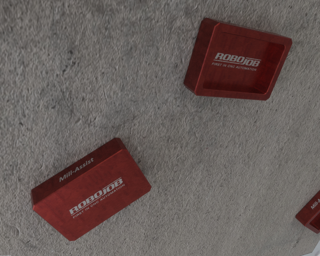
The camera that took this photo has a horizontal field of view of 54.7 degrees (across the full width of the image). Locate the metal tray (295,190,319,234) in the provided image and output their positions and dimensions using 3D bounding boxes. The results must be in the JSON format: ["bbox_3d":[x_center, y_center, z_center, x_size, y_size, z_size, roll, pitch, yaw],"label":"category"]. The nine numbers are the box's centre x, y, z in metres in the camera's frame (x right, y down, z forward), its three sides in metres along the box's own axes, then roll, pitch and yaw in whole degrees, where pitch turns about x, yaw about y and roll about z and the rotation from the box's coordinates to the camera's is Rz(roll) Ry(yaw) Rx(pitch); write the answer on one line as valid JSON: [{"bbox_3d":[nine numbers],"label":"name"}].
[{"bbox_3d":[0.390,0.184,0.730,0.090,0.030,0.130,34,99,-39],"label":"metal tray"}]

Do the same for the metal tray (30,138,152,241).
[{"bbox_3d":[-0.086,0.082,0.407,0.131,0.030,0.090,-33,129,-7],"label":"metal tray"}]

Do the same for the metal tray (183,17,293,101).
[{"bbox_3d":[0.103,-0.085,0.406,0.131,0.030,0.089,1,118,-29],"label":"metal tray"}]
